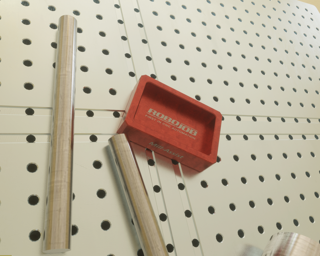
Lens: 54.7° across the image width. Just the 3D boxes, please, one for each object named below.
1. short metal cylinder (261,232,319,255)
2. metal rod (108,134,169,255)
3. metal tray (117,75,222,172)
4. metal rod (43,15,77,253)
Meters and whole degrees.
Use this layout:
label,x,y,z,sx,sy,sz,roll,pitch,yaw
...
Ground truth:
label,x,y,z,sx,sy,sz,roll,pitch,yaw
short metal cylinder,0.155,0.168,0.356,0.080,0.080,0.050,46,51,3
metal rod,0.000,0.143,0.321,0.025,0.025,0.299,-8,66,-32
metal tray,0.018,-0.007,0.420,0.131,0.030,0.090,25,53,-13
metal rod,-0.112,-0.017,0.358,0.025,0.025,0.299,8,58,-25
